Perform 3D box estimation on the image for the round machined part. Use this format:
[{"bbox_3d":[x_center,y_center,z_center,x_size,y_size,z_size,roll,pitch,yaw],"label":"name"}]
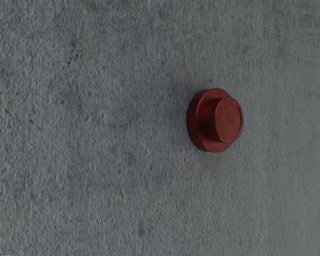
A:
[{"bbox_3d":[0.089,-0.011,0.467,0.099,0.042,0.097,0,90,-40],"label":"round machined part"}]
